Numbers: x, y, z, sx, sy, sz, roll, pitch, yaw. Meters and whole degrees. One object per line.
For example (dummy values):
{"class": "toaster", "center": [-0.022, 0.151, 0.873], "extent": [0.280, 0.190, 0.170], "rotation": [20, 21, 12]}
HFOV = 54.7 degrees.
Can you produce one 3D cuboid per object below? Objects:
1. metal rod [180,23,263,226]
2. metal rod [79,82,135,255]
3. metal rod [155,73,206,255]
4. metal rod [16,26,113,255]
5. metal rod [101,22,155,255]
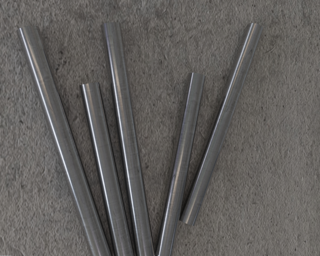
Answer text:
{"class": "metal rod", "center": [0.089, -0.010, 0.441], "extent": [0.025, 0.025, 0.299], "rotation": [23, 82, -19]}
{"class": "metal rod", "center": [-0.058, 0.093, 0.387], "extent": [0.025, 0.025, 0.298], "rotation": [-12, 94, -20]}
{"class": "metal rod", "center": [0.023, 0.074, 0.417], "extent": [0.025, 0.025, 0.298], "rotation": [12, 86, -20]}
{"class": "metal rod", "center": [-0.109, 0.030, 0.368], "extent": [0.025, 0.025, 0.298], "rotation": [-18, 96, -19]}
{"class": "metal rod", "center": [-0.040, 0.019, 0.394], "extent": [0.025, 0.025, 0.298], "rotation": [-9, 93, -20]}
